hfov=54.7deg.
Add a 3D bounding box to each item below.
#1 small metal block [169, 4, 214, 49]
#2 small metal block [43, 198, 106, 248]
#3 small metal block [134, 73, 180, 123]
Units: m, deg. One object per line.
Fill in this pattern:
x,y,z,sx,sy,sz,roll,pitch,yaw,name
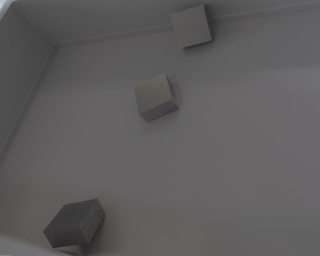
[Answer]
0.047,-0.149,0.453,0.050,0.050,0.025,-9,20,23,small metal block
-0.102,0.114,0.373,0.050,0.025,0.050,-15,19,20,small metal block
-0.005,-0.042,0.435,0.050,0.025,0.050,-23,53,14,small metal block
